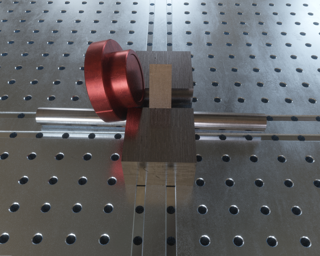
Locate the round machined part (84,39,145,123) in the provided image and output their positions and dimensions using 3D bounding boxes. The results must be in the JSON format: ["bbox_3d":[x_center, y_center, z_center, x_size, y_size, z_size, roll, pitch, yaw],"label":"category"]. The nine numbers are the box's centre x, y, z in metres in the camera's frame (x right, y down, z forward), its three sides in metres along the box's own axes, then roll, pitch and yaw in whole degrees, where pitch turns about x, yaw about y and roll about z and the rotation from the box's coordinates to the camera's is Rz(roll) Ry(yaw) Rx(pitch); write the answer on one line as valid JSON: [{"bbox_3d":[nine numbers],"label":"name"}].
[{"bbox_3d":[-0.048,-0.057,0.370,0.042,0.098,0.098,-6,49,14],"label":"round machined part"}]

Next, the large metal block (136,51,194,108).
[{"bbox_3d":[0.004,-0.066,0.447,0.081,0.050,0.080,1,50,0],"label":"large metal block"}]

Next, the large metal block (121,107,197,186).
[{"bbox_3d":[0.000,0.022,0.373,0.080,0.050,0.080,1,50,1],"label":"large metal block"}]

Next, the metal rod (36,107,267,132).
[{"bbox_3d":[-0.012,-0.011,0.417,0.302,0.025,0.025,2,50,1],"label":"metal rod"}]

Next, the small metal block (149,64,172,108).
[{"bbox_3d":[0.001,-0.050,0.376,0.025,0.050,0.050,1,6,0],"label":"small metal block"}]
